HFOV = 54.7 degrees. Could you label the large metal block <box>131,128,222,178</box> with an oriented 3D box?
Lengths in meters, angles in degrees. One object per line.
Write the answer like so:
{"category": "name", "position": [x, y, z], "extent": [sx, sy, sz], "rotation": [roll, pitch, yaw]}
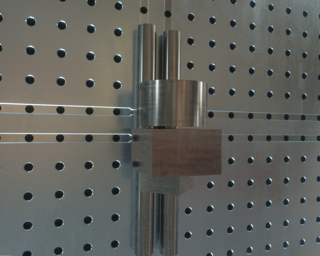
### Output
{"category": "large metal block", "position": [0.016, 0.026, 0.364], "extent": [0.081, 0.080, 0.050], "rotation": [0, 90, -20]}

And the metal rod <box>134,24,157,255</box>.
{"category": "metal rod", "position": [-0.019, 0.015, 0.408], "extent": [0.025, 0.025, 0.298], "rotation": [1, 90, -20]}

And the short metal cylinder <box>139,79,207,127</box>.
{"category": "short metal cylinder", "position": [0.016, -0.027, 0.368], "extent": [0.081, 0.080, 0.050], "rotation": [1, 90, -20]}

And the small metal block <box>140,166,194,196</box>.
{"category": "small metal block", "position": [0.010, 0.063, 0.380], "extent": [0.050, 0.050, 0.025], "rotation": [1, 90, -65]}

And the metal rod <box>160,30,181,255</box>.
{"category": "metal rod", "position": [0.014, 0.020, 0.420], "extent": [0.025, 0.025, 0.298], "rotation": [1, 90, -20]}
